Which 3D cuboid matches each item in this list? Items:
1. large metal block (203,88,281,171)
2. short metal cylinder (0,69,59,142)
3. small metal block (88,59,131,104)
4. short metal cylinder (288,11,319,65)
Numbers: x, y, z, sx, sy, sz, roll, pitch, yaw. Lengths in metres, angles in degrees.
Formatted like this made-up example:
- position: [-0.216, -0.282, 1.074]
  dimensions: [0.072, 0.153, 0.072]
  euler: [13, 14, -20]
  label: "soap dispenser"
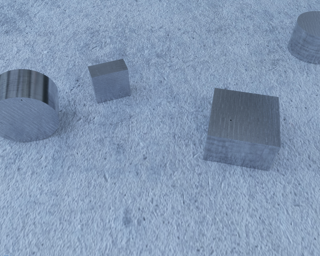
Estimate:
- position: [0.101, 0.000, 0.387]
  dimensions: [0.080, 0.050, 0.080]
  euler: [9, 51, 8]
  label: "large metal block"
- position: [-0.169, -0.027, 0.389]
  dimensions: [0.081, 0.080, 0.050]
  euler: [-10, 51, -8]
  label: "short metal cylinder"
- position: [-0.071, -0.066, 0.442]
  dimensions: [0.050, 0.050, 0.025]
  euler: [-16, 52, -13]
  label: "small metal block"
- position: [0.262, -0.151, 0.516]
  dimensions: [0.081, 0.050, 0.080]
  euler: [0, 50, 0]
  label: "short metal cylinder"
